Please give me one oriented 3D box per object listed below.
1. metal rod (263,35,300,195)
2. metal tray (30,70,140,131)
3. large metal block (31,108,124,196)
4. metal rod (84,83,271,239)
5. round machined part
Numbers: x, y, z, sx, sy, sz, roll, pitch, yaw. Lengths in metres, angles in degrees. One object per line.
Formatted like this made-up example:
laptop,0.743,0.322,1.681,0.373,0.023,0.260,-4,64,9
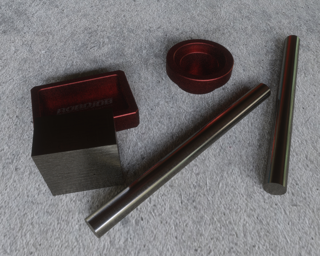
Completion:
metal rod,0.177,-0.040,0.438,0.025,0.025,0.301,15,51,12
metal tray,-0.102,-0.029,0.422,0.131,0.030,0.090,-14,52,-12
large metal block,-0.087,0.028,0.343,0.081,0.080,0.050,-8,51,-7
metal rod,0.040,0.024,0.383,0.302,0.025,0.025,-36,59,-27
round machined part,0.058,-0.088,0.467,0.099,0.042,0.098,0,50,0
